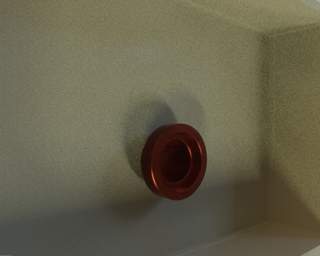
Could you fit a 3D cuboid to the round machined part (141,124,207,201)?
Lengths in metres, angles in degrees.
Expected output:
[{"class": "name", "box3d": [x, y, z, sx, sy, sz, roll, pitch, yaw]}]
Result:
[{"class": "round machined part", "box3d": [0.014, 0.043, 0.410, 0.099, 0.042, 0.097, 0, 90, -40]}]
